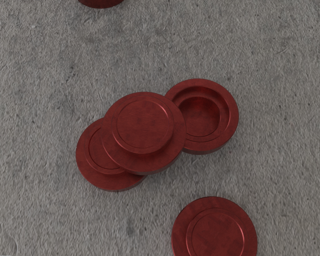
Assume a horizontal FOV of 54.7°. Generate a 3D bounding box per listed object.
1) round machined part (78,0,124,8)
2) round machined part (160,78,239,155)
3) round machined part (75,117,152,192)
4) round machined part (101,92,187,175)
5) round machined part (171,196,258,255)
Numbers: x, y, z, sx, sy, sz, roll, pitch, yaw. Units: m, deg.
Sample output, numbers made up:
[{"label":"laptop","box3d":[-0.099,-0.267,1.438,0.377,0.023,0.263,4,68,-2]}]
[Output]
[{"label":"round machined part","box3d":[-0.095,-0.241,0.486,0.099,0.042,0.098,0,70,0]},{"label":"round machined part","box3d":[0.049,-0.012,0.404,0.099,0.042,0.098,0,70,0]},{"label":"round machined part","box3d":[-0.057,0.028,0.388,0.099,0.042,0.098,0,70,0]},{"label":"round machined part","box3d":[-0.018,0.002,0.354,0.099,0.042,0.098,0,70,0]},{"label":"round machined part","box3d":[0.062,0.127,0.353,0.099,0.042,0.098,0,70,0]}]
